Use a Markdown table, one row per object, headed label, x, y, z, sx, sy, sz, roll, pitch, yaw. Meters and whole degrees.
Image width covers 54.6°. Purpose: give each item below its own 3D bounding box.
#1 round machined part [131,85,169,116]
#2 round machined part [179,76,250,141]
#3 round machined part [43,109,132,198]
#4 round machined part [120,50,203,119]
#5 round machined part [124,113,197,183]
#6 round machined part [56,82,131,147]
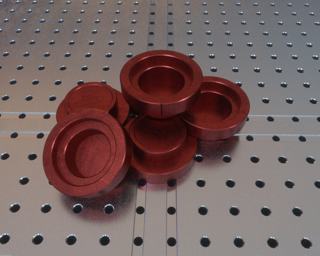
| label | x | y | z | sx | sy | sz | roll | pitch | yaw |
| --- | --- | --- | --- | --- | --- | --- | --- | --- | --- |
| round machined part | -0.003 | -0.060 | 0.447 | 0.099 | 0.042 | 0.098 | 0 | 50 | 0 |
| round machined part | 0.066 | -0.022 | 0.415 | 0.099 | 0.042 | 0.098 | 0 | 50 | 0 |
| round machined part | -0.078 | 0.030 | 0.354 | 0.098 | 0.042 | 0.098 | -4 | 72 | 13 |
| round machined part | 0.002 | -0.050 | 0.383 | 0.099 | 0.042 | 0.098 | 0 | 50 | 0 |
| round machined part | -0.003 | 0.015 | 0.383 | 0.099 | 0.042 | 0.098 | 0 | 50 | 0 |
| round machined part | -0.090 | -0.024 | 0.417 | 0.099 | 0.042 | 0.098 | 0 | 50 | 0 |
